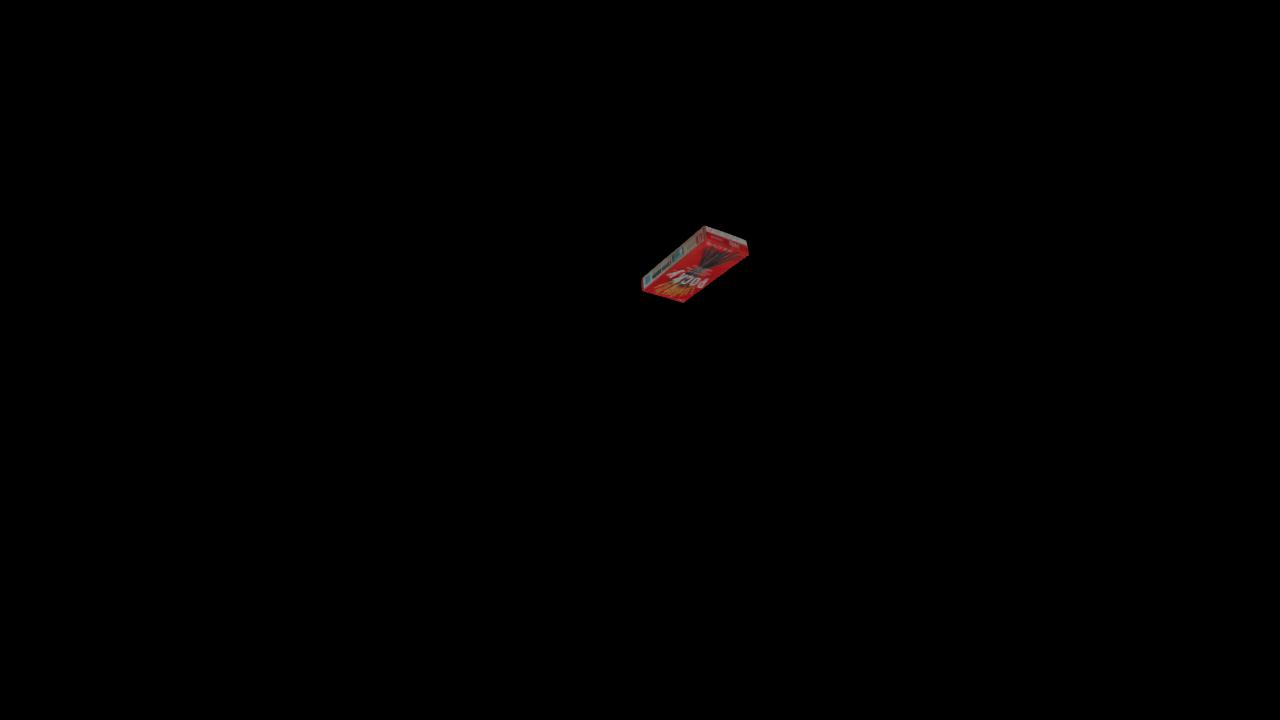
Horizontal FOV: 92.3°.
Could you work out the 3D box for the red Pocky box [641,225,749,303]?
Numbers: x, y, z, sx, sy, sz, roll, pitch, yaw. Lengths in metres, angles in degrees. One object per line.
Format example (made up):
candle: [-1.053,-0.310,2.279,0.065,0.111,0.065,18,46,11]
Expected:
red Pocky box: [0.078,-0.136,0.901,0.083,0.028,0.155,10,-28,-33]
